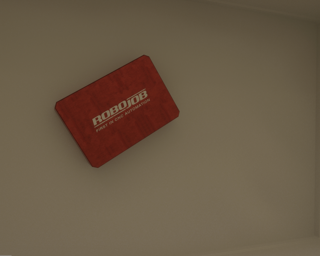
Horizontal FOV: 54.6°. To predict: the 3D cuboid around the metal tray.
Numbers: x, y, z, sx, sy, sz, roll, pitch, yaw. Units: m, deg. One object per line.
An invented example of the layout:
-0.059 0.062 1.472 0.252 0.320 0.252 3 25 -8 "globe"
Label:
-0.051 -0.022 0.389 0.131 0.030 0.090 -33 101 -17 "metal tray"
